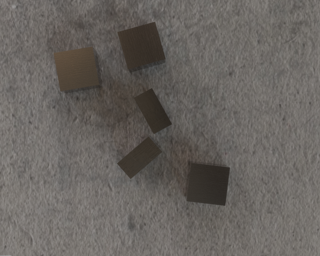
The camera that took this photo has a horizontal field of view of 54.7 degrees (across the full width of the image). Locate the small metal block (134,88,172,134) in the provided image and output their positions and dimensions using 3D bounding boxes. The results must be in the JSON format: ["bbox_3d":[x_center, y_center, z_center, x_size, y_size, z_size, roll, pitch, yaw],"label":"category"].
[{"bbox_3d":[-0.009,-0.020,0.397,0.025,0.050,0.050,-29,90,0],"label":"small metal block"}]

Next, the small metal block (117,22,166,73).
[{"bbox_3d":[-0.024,-0.106,0.410,0.050,0.025,0.050,-16,90,-1],"label":"small metal block"}]

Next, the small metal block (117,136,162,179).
[{"bbox_3d":[-0.025,0.036,0.397,0.050,0.050,0.025,-41,91,0],"label":"small metal block"}]

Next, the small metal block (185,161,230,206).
[{"bbox_3d":[0.062,0.072,0.411,0.050,0.025,0.050,7,90,-1],"label":"small metal block"}]

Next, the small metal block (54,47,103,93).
[{"bbox_3d":[-0.107,-0.076,0.409,0.050,0.025,0.050,-10,90,-1],"label":"small metal block"}]
